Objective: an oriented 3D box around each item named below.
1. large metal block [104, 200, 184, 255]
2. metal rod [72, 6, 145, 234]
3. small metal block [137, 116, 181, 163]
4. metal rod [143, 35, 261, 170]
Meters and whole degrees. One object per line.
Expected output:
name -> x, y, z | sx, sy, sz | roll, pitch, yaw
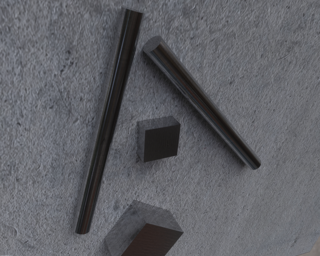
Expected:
large metal block -> -0.025, 0.167, 0.482 | 0.080, 0.050, 0.080 | 29, 102, -38
metal rod -> -0.069, 0.009, 0.376 | 0.025, 0.025, 0.298 | 3, 117, -30
small metal block -> -0.003, 0.015, 0.416 | 0.050, 0.025, 0.050 | -10, 123, -24
metal rod -> 0.077, -0.016, 0.441 | 0.025, 0.025, 0.300 | -45, 130, 3
